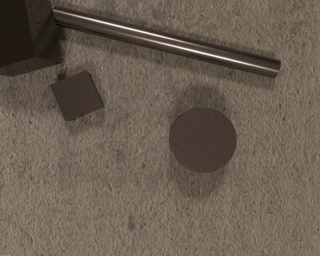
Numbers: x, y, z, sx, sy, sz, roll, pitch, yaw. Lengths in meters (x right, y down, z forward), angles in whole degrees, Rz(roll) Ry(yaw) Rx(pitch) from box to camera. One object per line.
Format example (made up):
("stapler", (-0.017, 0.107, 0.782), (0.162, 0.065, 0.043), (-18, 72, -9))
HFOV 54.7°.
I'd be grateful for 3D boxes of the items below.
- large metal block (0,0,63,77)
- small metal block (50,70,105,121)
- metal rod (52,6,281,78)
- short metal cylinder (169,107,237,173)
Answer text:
("large metal block", (-0.177, -0.114, 0.384), (0.080, 0.050, 0.080), (-10, 90, 18))
("small metal block", (-0.108, -0.042, 0.409), (0.050, 0.025, 0.050), (-23, 90, -1))
("metal rod", (0.008, -0.113, 0.410), (0.302, 0.025, 0.025), (13, 90, -1))
("short metal cylinder", (0.052, 0.014, 0.398), (0.081, 0.050, 0.079), (0, 90, -1))
